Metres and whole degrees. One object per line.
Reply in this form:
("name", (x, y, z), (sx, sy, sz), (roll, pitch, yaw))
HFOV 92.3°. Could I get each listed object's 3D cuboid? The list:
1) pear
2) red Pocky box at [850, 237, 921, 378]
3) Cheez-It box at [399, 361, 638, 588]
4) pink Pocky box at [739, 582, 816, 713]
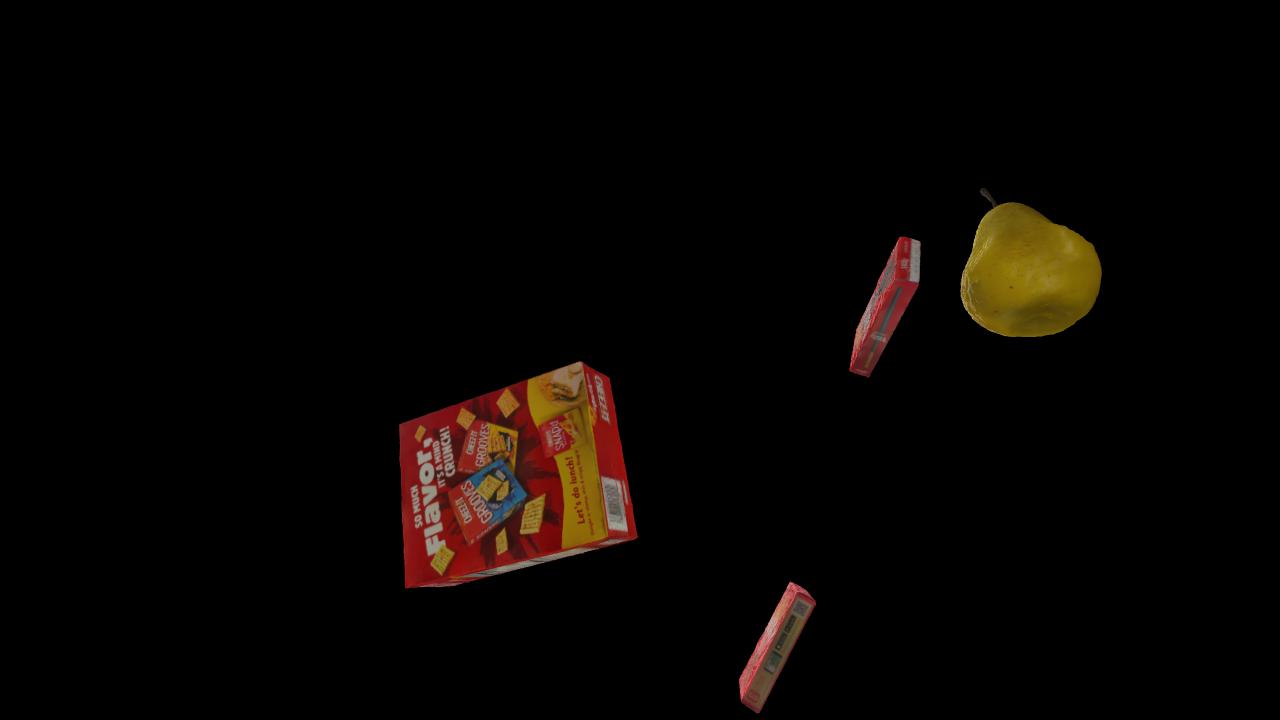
("pear", (0.259, -0.071, 0.417), (0.080, 0.111, 0.080), (6, -26, 3))
("red Pocky box", (0.288, -0.059, 0.726), (0.028, 0.083, 0.155), (16, -42, 9))
("Cheez-It box", (-0.125, 0.115, 0.594), (0.223, 0.166, 0.071), (-20, -24, 18))
("pink Pocky box", (0.177, 0.370, 0.804), (0.029, 0.155, 0.084), (29, -6, 11))
